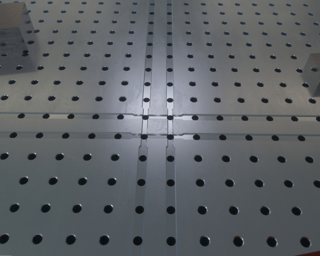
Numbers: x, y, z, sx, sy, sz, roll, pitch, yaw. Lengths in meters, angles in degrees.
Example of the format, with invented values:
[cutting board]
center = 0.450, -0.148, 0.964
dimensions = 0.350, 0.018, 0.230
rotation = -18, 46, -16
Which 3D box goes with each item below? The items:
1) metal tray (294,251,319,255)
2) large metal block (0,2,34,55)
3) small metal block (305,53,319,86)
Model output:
[metal tray]
center = 0.127, 0.162, 0.268
dimensions = 0.131, 0.030, 0.090
rotation = -8, 50, -7
[large metal block]
center = -0.271, -0.170, 0.533
dimensions = 0.081, 0.050, 0.080
rotation = -7, 50, -6
[small metal block]
center = 0.267, -0.093, 0.488
dimensions = 0.050, 0.025, 0.050
rotation = -4, 50, -4
